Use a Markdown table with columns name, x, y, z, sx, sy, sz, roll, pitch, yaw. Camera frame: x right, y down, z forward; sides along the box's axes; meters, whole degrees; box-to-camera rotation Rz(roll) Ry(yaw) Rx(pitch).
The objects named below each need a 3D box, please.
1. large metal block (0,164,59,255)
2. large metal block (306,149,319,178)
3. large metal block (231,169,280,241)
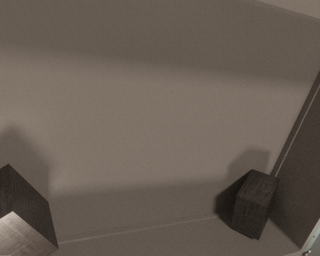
| name | x | y | z | sx | sy | sz | roll | pitch | yaw |
| --- | --- | --- | --- | --- | --- | --- | --- | --- | --- |
| large metal block | -0.164 | 0.101 | 0.346 | 0.050 | 0.080 | 0.080 | -32 | 129 | -8 |
| large metal block | 0.367 | 0.087 | 0.635 | 0.081 | 0.080 | 0.050 | 8 | 115 | -32 |
| large metal block | 0.169 | 0.134 | 0.548 | 0.080 | 0.050 | 0.079 | -40 | 139 | -46 |
